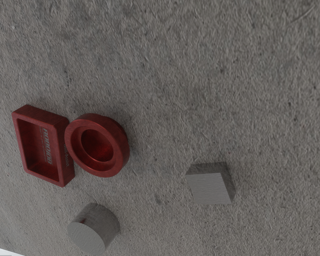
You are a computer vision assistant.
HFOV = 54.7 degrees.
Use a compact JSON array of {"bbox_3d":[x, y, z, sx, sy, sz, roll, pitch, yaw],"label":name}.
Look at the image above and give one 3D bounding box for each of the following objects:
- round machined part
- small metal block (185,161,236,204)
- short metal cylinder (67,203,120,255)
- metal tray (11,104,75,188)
[{"bbox_3d":[-0.087,0.021,0.455,0.098,0.042,0.097,13,124,21],"label":"round machined part"},{"bbox_3d":[0.069,0.075,0.417,0.050,0.025,0.050,-10,114,32],"label":"small metal block"},{"bbox_3d":[-0.121,0.186,0.569,0.080,0.050,0.079,13,124,21],"label":"short metal cylinder"},{"bbox_3d":[-0.195,0.032,0.526,0.090,0.030,0.129,17,125,18],"label":"metal tray"}]
